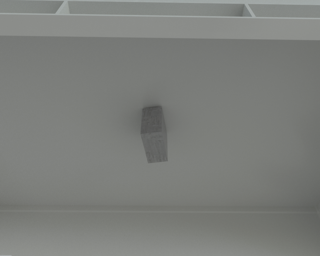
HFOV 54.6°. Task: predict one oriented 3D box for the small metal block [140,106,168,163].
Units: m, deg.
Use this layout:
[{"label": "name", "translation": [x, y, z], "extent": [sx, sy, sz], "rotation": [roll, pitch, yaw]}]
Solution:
[{"label": "small metal block", "translation": [-0.006, 0.009, 0.395], "extent": [0.025, 0.050, 0.050], "rotation": [-7, 129, 6]}]
